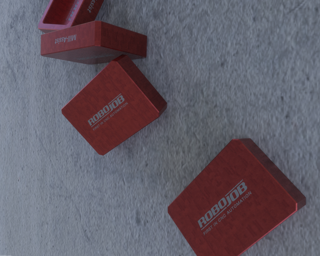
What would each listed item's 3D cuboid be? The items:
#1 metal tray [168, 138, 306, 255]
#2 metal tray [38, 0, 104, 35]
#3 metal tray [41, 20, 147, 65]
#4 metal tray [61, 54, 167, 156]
[{"bbox_3d":[0.076,0.085,0.338,0.129,0.030,0.090,-52,60,27],"label":"metal tray"},{"bbox_3d":[-0.127,-0.200,0.476,0.090,0.030,0.130,18,82,38],"label":"metal tray"},{"bbox_3d":[-0.094,-0.116,0.437,0.130,0.091,0.030,4,93,39],"label":"metal tray"},{"bbox_3d":[-0.066,-0.027,0.426,0.130,0.030,0.090,-34,101,34],"label":"metal tray"}]
